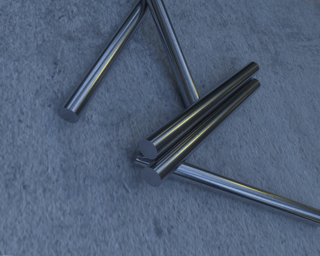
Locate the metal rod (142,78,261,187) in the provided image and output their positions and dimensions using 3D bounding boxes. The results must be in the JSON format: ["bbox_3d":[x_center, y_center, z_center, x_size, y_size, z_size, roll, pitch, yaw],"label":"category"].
[{"bbox_3d":[0.077,-0.011,0.434,0.025,0.025,0.302,48,45,5],"label":"metal rod"}]

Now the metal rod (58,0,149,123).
[{"bbox_3d":[-0.060,-0.124,0.448,0.025,0.025,0.300,30,52,-10],"label":"metal rod"}]

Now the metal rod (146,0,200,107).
[{"bbox_3d":[0.005,-0.163,0.483,0.025,0.025,0.299,-10,75,-33],"label":"metal rod"}]

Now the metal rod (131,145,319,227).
[{"bbox_3d":[0.106,0.084,0.411,0.302,0.025,0.025,21,54,-16],"label":"metal rod"}]

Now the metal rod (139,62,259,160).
[{"bbox_3d":[0.075,-0.041,0.441,0.025,0.025,0.302,49,46,5],"label":"metal rod"}]
